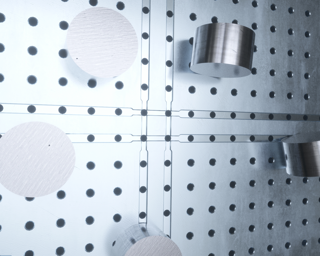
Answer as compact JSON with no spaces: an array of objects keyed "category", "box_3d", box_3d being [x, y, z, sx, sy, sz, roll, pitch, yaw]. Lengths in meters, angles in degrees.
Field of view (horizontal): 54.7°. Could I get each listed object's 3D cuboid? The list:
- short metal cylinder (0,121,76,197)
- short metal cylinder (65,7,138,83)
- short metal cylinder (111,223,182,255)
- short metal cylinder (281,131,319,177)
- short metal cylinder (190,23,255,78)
[{"category":"short metal cylinder","box_3d":[-0.139,0.033,0.348,0.081,0.050,0.079,0,90,-20]},{"category":"short metal cylinder","box_3d":[-0.072,-0.097,0.372,0.081,0.050,0.079,0,90,-20]},{"category":"short metal cylinder","box_3d":[-0.018,0.168,0.393,0.081,0.050,0.079,0,90,-20]},{"category":"short metal cylinder","box_3d":[0.230,0.038,0.468,0.081,0.080,0.050,-13,95,-20]},{"category":"short metal cylinder","box_3d":[0.083,-0.101,0.414,0.081,0.080,0.050,8,88,-20]}]
